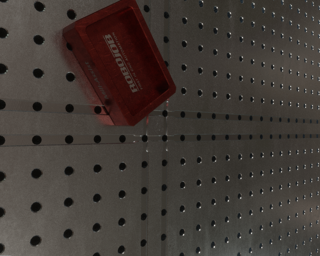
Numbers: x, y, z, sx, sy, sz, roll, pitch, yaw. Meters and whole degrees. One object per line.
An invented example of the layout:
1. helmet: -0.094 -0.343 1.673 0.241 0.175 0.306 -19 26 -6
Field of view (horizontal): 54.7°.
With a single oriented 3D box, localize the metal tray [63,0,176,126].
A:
1. metal tray: -0.042 -0.078 0.371 0.090 0.030 0.130 -41 115 -32
